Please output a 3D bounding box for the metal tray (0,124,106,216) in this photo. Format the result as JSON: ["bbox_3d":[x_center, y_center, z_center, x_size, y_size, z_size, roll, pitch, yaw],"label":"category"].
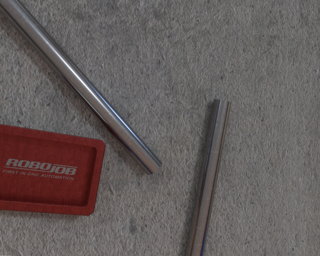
[{"bbox_3d":[-0.136,0.048,0.356,0.131,0.030,0.089,10,86,-20],"label":"metal tray"}]

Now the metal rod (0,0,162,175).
[{"bbox_3d":[-0.101,-0.058,0.371,0.025,0.025,0.300,-44,104,-15],"label":"metal rod"}]

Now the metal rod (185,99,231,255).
[{"bbox_3d":[0.061,0.108,0.432,0.025,0.025,0.298,13,86,-20],"label":"metal rod"}]
